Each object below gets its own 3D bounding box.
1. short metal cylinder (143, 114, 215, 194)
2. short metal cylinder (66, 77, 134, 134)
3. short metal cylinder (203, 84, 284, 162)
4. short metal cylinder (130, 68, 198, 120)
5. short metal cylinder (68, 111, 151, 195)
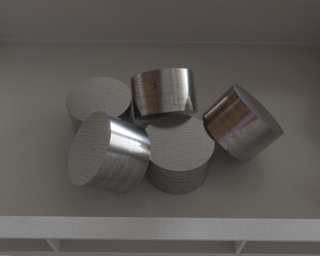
[{"bbox_3d":[0.020,0.030,0.362,0.081,0.050,0.080,0,50,0],"label":"short metal cylinder"},{"bbox_3d":[-0.076,-0.021,0.402,0.081,0.050,0.080,0,50,0],"label":"short metal cylinder"},{"bbox_3d":[0.097,-0.006,0.367,0.080,0.050,0.080,35,26,-19],"label":"short metal cylinder"},{"bbox_3d":[0.005,-0.040,0.391,0.081,0.080,0.050,-6,86,-6],"label":"short metal cylinder"},{"bbox_3d":[-0.056,0.028,0.335,0.050,0.080,0.080,24,37,-38],"label":"short metal cylinder"}]
